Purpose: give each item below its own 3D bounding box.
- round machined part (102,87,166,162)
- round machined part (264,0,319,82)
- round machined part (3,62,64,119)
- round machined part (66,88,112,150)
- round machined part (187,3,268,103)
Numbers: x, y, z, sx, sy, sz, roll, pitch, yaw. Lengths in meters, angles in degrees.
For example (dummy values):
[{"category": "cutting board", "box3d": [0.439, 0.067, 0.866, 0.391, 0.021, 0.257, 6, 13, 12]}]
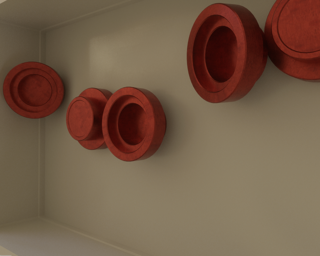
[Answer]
[{"category": "round machined part", "box3d": [-0.030, -0.005, 0.419, 0.098, 0.042, 0.097, 0, 90, 39]}, {"category": "round machined part", "box3d": [0.141, -0.092, 0.279, 0.098, 0.042, 0.097, 0, 90, 39]}, {"category": "round machined part", "box3d": [-0.220, -0.067, 0.550, 0.042, 0.099, 0.097, -144, 61, -77]}, {"category": "round machined part", "box3d": [-0.109, -0.014, 0.483, 0.098, 0.042, 0.097, 0, 90, 39]}, {"category": "round machined part", "box3d": [0.071, -0.076, 0.320, 0.098, 0.042, 0.097, 24, 117, 60]}]
